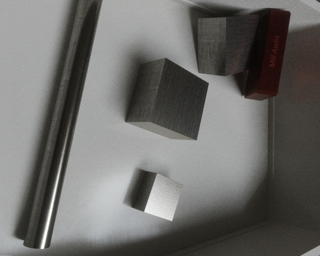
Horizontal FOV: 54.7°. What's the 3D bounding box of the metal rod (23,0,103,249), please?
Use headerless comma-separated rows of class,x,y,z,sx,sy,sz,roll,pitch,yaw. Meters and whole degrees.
metal rod,-0.096,-0.030,0.326,0.025,0.025,0.299,17,79,-39

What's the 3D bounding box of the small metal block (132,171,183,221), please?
small metal block,-0.002,0.089,0.407,0.050,0.025,0.050,30,71,-36

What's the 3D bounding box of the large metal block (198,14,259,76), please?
large metal block,0.103,-0.127,0.469,0.081,0.050,0.079,-21,116,-38

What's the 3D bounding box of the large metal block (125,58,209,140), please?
large metal block,0.011,-0.034,0.402,0.080,0.050,0.080,22,76,-38

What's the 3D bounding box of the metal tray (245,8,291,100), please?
metal tray,0.172,-0.114,0.505,0.030,0.090,0.129,9,90,2
